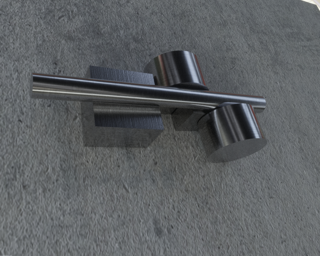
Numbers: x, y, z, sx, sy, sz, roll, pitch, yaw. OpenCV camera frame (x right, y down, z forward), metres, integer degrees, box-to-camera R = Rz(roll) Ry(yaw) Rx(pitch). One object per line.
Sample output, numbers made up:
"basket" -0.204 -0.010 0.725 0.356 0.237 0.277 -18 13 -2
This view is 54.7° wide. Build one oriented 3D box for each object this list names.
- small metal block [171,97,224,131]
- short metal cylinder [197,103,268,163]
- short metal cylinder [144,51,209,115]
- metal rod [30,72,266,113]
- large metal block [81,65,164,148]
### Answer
"small metal block" 0.051 -0.018 0.428 0.050 0.050 0.025 1 62 -28
"short metal cylinder" 0.096 0.009 0.418 0.081 0.080 0.050 0 62 -29
"short metal cylinder" 0.022 -0.059 0.420 0.081 0.080 0.050 2 61 -28
"metal rod" 0.009 -0.037 0.369 0.303 0.025 0.025 2 61 -29
"large metal block" -0.049 -0.023 0.374 0.081 0.050 0.080 3 60 -27
